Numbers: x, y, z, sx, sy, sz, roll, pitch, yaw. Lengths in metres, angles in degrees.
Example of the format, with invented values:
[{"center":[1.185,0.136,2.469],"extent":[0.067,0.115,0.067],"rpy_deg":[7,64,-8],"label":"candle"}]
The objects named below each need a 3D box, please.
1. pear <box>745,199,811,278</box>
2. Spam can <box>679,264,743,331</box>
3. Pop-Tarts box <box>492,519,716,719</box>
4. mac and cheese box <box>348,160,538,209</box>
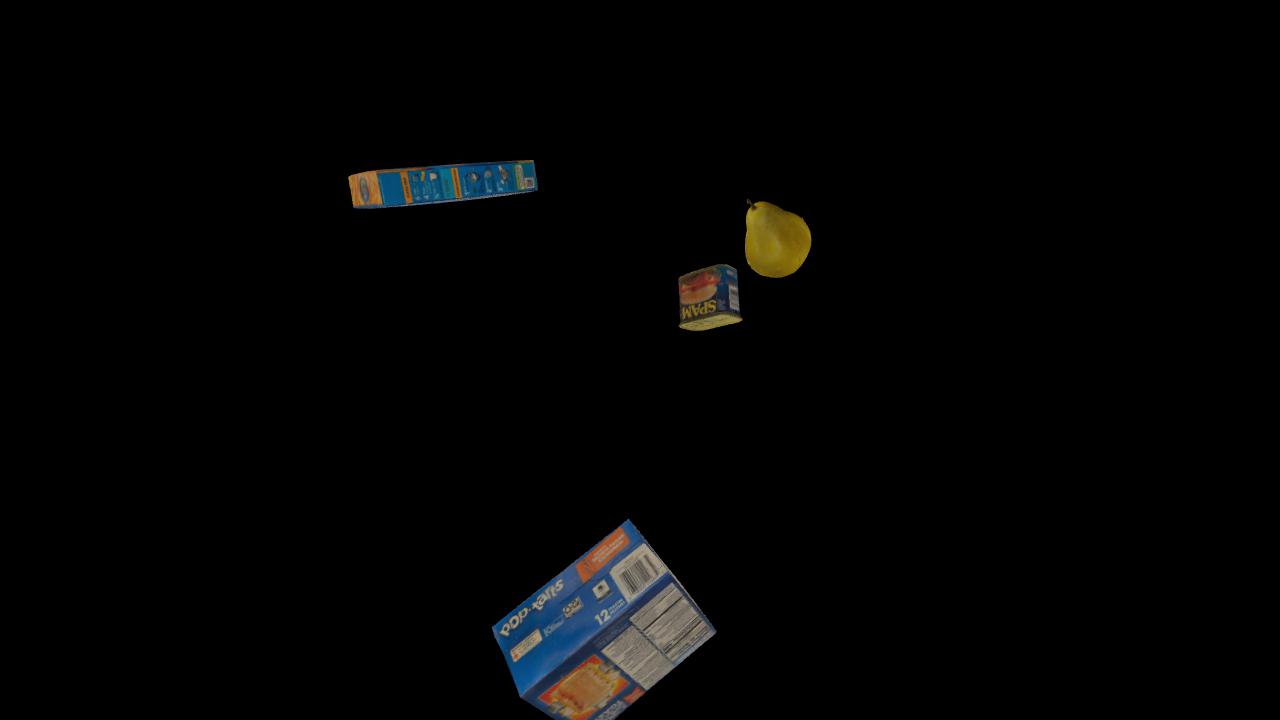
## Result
[{"center":[0.147,-0.150,0.700],"extent":[0.080,0.080,0.111],"rpy_deg":[0,-41,40],"label":"pear"},{"center":[0.111,-0.099,0.988],"extent":[0.101,0.085,0.058],"rpy_deg":[-11,-15,41],"label":"Spam can"},{"center":[-0.031,0.267,0.608],"extent":[0.167,0.141,0.083],"rpy_deg":[-37,40,-8],"label":"Pop-Tarts box"},{"center":[-0.220,-0.200,0.699],"extent":[0.184,0.041,0.093],"rpy_deg":[-19,23,-38],"label":"mac and cheese box"}]
